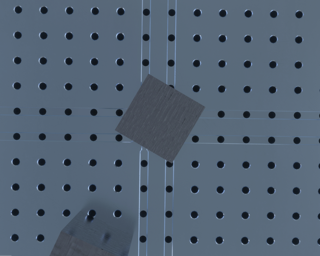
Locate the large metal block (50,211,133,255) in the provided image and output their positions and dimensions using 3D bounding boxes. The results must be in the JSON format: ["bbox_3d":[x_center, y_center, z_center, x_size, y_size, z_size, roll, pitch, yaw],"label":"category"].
[{"bbox_3d":[-0.084,0.154,0.385,0.080,0.080,0.050,25,90,0],"label":"large metal block"}]

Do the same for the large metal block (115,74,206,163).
[{"bbox_3d":[0.000,-0.012,0.401,0.080,0.050,0.080,31,90,0],"label":"large metal block"}]
